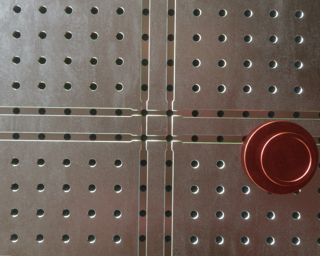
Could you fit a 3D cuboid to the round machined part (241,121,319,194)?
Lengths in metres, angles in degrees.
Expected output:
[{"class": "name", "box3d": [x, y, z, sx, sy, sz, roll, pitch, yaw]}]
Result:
[{"class": "round machined part", "box3d": [0.160, 0.039, 0.406, 0.099, 0.042, 0.097, 0, 90, 0]}]
